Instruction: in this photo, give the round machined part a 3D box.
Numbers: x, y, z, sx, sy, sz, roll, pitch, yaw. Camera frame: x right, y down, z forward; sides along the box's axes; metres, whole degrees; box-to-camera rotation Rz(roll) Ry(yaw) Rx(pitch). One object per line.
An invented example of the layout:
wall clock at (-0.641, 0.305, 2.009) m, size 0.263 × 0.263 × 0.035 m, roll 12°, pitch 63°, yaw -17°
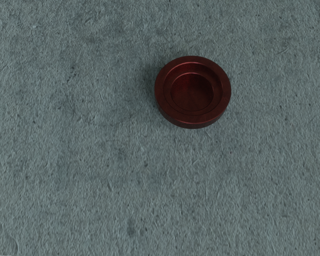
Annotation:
round machined part at (0.042, -0.044, 0.415) m, size 0.099 × 0.042 × 0.098 m, roll 0°, pitch 70°, yaw 0°
